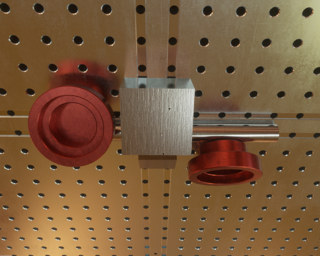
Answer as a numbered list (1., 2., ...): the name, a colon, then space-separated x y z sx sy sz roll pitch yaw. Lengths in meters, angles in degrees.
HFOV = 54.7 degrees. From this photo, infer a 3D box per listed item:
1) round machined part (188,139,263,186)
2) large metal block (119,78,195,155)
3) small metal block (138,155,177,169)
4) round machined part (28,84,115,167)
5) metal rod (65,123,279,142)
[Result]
1. round machined part: 0.087 0.047 0.425 0.099 0.042 0.098 0 156 0
2. large metal block: -0.004 -0.015 0.368 0.081 0.050 0.079 0 112 -1
3. small metal block: -0.003 0.039 0.432 0.050 0.025 0.050 0 159 -1
4. round machined part: -0.103 -0.005 0.378 0.099 0.042 0.097 0 104 -1
5. metal rod: 0.006 0.006 0.418 0.302 0.025 0.025 0 130 -1
